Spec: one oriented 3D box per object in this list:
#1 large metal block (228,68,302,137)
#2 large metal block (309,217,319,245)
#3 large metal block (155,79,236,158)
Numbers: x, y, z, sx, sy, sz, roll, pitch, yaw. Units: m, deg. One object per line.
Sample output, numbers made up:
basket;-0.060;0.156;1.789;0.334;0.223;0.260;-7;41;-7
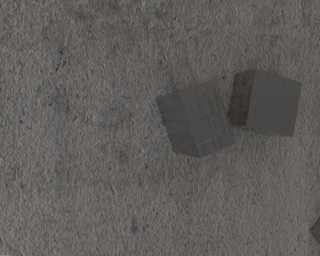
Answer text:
large metal block;0.151;-0.034;0.451;0.081;0.050;0.080;12;86;-20
large metal block;0.309;0.175;0.510;0.080;0.050;0.080;-41;103;-15
large metal block;0.042;-0.012;0.395;0.050;0.080;0.080;-21;97;-19
